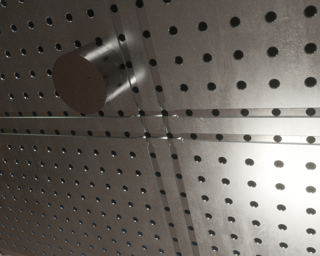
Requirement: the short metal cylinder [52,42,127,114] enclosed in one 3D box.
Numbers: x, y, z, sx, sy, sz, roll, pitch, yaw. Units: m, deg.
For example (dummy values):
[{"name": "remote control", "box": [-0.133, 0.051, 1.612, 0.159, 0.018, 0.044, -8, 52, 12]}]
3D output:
[{"name": "short metal cylinder", "box": [-0.090, -0.064, 0.401, 0.080, 0.050, 0.079, 13, 124, 20]}]
